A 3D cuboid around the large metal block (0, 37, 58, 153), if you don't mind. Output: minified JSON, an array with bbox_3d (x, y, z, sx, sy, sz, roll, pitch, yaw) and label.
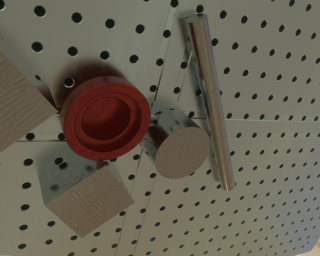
[{"bbox_3d":[-0.158,-0.030,0.290,0.080,0.050,0.080,-37,129,-4],"label":"large metal block"}]

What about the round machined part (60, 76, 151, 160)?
[{"bbox_3d":[-0.064,-0.014,0.356,0.099,0.042,0.097,-14,125,-21],"label":"round machined part"}]

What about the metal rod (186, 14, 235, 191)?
[{"bbox_3d":[0.080,-0.014,0.446,0.025,0.025,0.299,-27,128,-11],"label":"metal rod"}]

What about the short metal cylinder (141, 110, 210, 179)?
[{"bbox_3d":[0.020,0.022,0.420,0.081,0.050,0.079,-14,124,-21],"label":"short metal cylinder"}]

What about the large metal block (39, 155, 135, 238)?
[{"bbox_3d":[-0.092,0.080,0.394,0.080,0.050,0.080,-33,129,-7],"label":"large metal block"}]
